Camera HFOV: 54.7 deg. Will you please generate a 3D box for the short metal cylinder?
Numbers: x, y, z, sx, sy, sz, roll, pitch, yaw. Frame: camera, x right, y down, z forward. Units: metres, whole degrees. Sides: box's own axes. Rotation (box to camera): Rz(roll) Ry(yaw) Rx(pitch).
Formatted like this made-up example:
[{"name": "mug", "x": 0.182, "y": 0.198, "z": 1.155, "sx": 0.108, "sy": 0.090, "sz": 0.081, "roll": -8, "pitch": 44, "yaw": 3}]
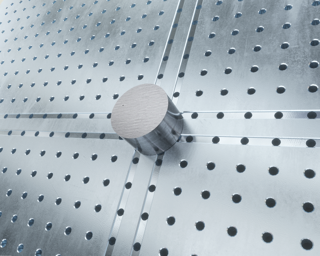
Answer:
[{"name": "short metal cylinder", "x": -0.016, "y": -0.011, "z": 0.405, "sx": 0.080, "sy": 0.050, "sz": 0.080, "roll": -13, "pitch": 56, "yaw": 20}]
